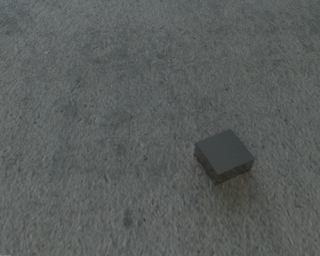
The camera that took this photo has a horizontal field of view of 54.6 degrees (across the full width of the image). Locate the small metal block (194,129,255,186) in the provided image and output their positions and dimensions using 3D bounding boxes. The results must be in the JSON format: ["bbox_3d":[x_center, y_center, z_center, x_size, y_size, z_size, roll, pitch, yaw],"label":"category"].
[{"bbox_3d":[0.077,0.034,0.375,0.050,0.025,0.050,-20,53,-16],"label":"small metal block"}]
